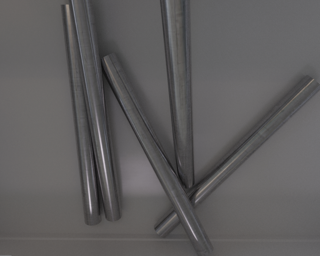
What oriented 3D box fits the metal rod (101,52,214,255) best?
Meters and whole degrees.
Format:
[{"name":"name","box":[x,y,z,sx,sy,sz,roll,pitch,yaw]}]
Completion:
[{"name":"metal rod","box":[-0.001,0.044,0.409,0.025,0.025,0.299,-25,102,8]}]

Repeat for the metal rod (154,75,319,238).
[{"name":"metal rod","box":[0.098,0.048,0.429,0.025,0.025,0.299,39,105,-13]}]

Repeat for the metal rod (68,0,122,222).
[{"name":"metal rod","box":[-0.077,-0.005,0.395,0.025,0.025,0.298,-3,115,1]}]

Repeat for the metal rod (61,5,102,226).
[{"name":"metal rod","box":[-0.100,-0.002,0.409,0.025,0.025,0.298,-1,110,0]}]

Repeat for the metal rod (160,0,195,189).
[{"name":"metal rod","box":[0.023,-0.028,0.336,0.025,0.025,0.298,-6,135,2]}]
